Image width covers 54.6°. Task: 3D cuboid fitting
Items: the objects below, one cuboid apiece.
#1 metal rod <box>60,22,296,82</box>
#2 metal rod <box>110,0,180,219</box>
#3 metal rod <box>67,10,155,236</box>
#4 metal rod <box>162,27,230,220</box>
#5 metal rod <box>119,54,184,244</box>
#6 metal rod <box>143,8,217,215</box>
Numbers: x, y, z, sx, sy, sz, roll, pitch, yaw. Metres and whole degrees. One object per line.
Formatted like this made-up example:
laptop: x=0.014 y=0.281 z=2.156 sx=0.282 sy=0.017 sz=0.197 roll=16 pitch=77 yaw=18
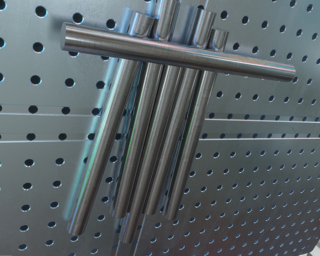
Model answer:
metal rod: x=0.044 y=-0.079 z=0.353 sx=0.302 sy=0.025 sz=0.025 roll=2 pitch=118 yaw=-29
metal rod: x=-0.026 y=-0.007 z=0.392 sx=0.025 sy=0.025 sz=0.298 roll=1 pitch=118 yaw=-29
metal rod: x=-0.067 y=0.011 z=0.379 sx=0.025 sy=0.025 sz=0.298 roll=7 pitch=115 yaw=-32
metal rod: x=0.044 y=0.011 z=0.442 sx=0.025 sy=0.025 sz=0.298 roll=-2 pitch=120 yaw=-27
metal rod: x=-0.017 y=0.042 z=0.427 sx=0.025 sy=0.025 sz=0.298 roll=1 pitch=118 yaw=-29
metal rod: x=0.018 y=-0.005 z=0.419 sx=0.025 sy=0.025 sz=0.298 roll=1 pitch=118 yaw=-29
